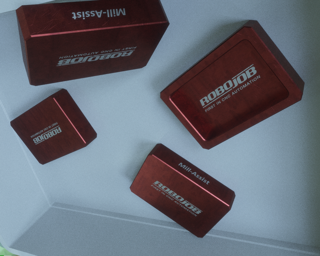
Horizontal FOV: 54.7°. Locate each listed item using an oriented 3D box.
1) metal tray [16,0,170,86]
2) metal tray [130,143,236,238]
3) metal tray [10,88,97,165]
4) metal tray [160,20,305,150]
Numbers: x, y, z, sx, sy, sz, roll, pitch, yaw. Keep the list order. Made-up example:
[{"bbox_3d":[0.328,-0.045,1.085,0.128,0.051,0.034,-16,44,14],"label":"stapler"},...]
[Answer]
[{"bbox_3d":[-0.066,-0.085,0.308,0.030,0.131,0.090,70,156,12],"label":"metal tray"},{"bbox_3d":[0.029,0.092,0.447,0.130,0.030,0.089,33,129,6],"label":"metal tray"},{"bbox_3d":[-0.173,0.002,0.498,0.130,0.030,0.090,-22,107,36],"label":"metal tray"},{"bbox_3d":[0.074,-0.041,0.340,0.130,0.030,0.090,-35,99,38],"label":"metal tray"}]
